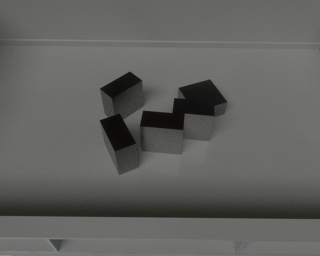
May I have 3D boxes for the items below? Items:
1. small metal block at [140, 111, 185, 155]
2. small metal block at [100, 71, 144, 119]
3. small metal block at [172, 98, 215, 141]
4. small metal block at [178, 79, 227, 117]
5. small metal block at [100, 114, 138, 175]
[{"bbox_3d":[0.003,0.007,0.383,0.050,0.050,0.025,5,50,4],"label":"small metal block"},{"bbox_3d":[-0.051,-0.041,0.423,0.050,0.050,0.025,-36,59,-26],"label":"small metal block"},{"bbox_3d":[0.041,-0.010,0.398,0.050,0.050,0.025,5,50,4],"label":"small metal block"},{"bbox_3d":[0.059,-0.038,0.438,0.050,0.025,0.050,-17,52,-14],"label":"small metal block"},{"bbox_3d":[-0.049,0.020,0.372,0.025,0.050,0.050,-20,53,-16],"label":"small metal block"}]
